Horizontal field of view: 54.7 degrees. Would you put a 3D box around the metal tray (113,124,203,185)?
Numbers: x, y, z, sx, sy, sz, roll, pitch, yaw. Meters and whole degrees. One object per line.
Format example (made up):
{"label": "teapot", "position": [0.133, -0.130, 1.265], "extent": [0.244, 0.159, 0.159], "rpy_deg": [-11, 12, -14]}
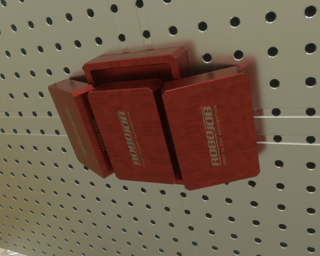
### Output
{"label": "metal tray", "position": [-0.004, 0.031, 0.429], "extent": [0.130, 0.030, 0.089], "rpy_deg": [0, 119, 27]}

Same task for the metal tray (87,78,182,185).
{"label": "metal tray", "position": [-0.028, 0.007, 0.386], "extent": [0.090, 0.030, 0.129], "rpy_deg": [0, 118, 28]}

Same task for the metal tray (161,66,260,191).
{"label": "metal tray", "position": [0.059, 0.004, 0.354], "extent": [0.090, 0.030, 0.129], "rpy_deg": [-13, 115, 3]}

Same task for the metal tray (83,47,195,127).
{"label": "metal tray", "position": [-0.025, -0.048, 0.390], "extent": [0.130, 0.030, 0.089], "rpy_deg": [0, 119, 27]}

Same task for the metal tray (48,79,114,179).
{"label": "metal tray", "position": [-0.106, 0.000, 0.438], "extent": [0.090, 0.030, 0.129], "rpy_deg": [19, 131, 49]}
